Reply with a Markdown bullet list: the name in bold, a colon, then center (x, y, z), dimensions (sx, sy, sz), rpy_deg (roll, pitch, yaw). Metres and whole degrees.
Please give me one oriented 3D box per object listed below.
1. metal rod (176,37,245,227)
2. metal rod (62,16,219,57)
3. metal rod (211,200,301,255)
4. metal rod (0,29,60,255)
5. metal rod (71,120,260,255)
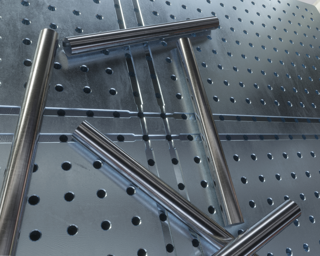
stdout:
- **metal rod**: center (0.066, -0.011, 0.452), dimensions (0.025, 0.025, 0.299), rpy_deg (3, 60, -27)
- **metal rod**: center (-0.010, -0.153, 0.497), dimensions (0.302, 0.025, 0.025), rpy_deg (-23, 74, -36)
- **metal rod**: center (0.045, 0.153, 0.316), dimensions (0.302, 0.025, 0.025), rpy_deg (-23, 74, -29)
- **metal rod**: center (-0.141, 0.008, 0.327), dimensions (0.025, 0.025, 0.299), rpy_deg (12, 56, -22)
- **metal rod**: center (0.024, 0.094, 0.365), dimensions (0.300, 0.025, 0.025), rpy_deg (38, 51, -3)
